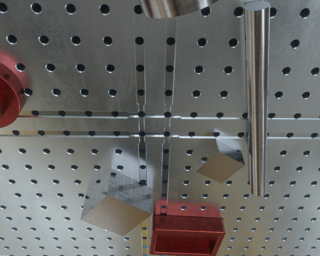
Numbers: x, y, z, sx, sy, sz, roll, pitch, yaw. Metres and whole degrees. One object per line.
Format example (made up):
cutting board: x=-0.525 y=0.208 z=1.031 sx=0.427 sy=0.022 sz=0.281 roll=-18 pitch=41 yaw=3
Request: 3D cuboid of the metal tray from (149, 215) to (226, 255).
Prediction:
metal tray: x=0.048 y=0.205 z=0.583 sx=0.131 sy=0.030 sz=0.089 roll=4 pitch=130 yaw=-4

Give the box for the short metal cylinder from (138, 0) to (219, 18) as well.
short metal cylinder: x=0.015 y=-0.135 z=0.261 sx=0.080 sy=0.080 sz=0.050 roll=-13 pitch=129 yaw=10

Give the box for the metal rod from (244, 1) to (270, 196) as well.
metal rod: x=0.127 y=-0.011 z=0.404 sx=0.025 sy=0.025 sz=0.298 roll=-9 pitch=130 yaw=7

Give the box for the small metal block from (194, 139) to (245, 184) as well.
small metal block: x=0.087 y=0.050 z=0.456 sx=0.050 sy=0.025 sz=0.050 roll=27 pitch=125 yaw=-22

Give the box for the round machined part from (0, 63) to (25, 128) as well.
round machined part: x=-0.218 y=-0.035 z=0.368 sx=0.099 sy=0.042 sz=0.097 roll=-1 pitch=130 yaw=0

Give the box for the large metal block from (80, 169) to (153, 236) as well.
large metal block: x=-0.068 y=0.122 z=0.498 sx=0.080 sy=0.050 sz=0.080 roll=30 pitch=124 yaw=-24
